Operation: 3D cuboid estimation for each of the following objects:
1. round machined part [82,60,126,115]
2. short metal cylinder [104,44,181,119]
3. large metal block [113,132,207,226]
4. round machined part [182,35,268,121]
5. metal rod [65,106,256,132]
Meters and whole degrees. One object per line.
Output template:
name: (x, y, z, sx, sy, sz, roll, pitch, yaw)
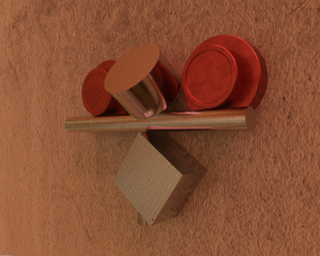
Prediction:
round machined part: (-0.079, -0.052, 0.459, 0.098, 0.042, 0.097, 0, 90, 40)
short metal cylinder: (-0.021, -0.058, 0.384, 0.080, 0.050, 0.080, -23, 42, 23)
large metal block: (-0.002, 0.060, 0.389, 0.080, 0.050, 0.080, 43, 116, 31)
round machined part: (0.063, -0.054, 0.343, 0.098, 0.042, 0.097, 0, 90, 40)
metal rod: (-0.026, -0.007, 0.400, 0.300, 0.025, 0.025, -1, 90, 40)
